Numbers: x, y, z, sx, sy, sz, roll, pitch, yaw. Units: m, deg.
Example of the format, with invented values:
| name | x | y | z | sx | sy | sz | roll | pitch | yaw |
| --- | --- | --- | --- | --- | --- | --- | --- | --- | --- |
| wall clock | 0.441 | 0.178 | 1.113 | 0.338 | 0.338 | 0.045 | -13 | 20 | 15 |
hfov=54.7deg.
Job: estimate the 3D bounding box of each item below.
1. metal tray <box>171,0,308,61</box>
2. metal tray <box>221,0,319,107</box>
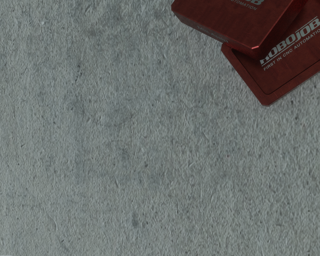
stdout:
| name | x | y | z | sx | sy | sz | roll | pitch | yaw |
| --- | --- | --- | --- | --- | --- | --- | --- | --- | --- |
| metal tray | 0.086 | -0.144 | 0.352 | 0.130 | 0.030 | 0.090 | 39 | 96 | 32 |
| metal tray | 0.149 | -0.096 | 0.353 | 0.130 | 0.030 | 0.090 | -36 | 79 | 16 |
